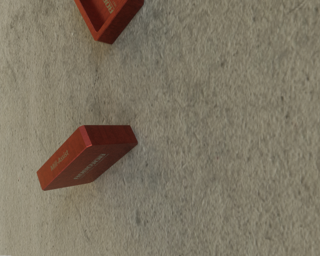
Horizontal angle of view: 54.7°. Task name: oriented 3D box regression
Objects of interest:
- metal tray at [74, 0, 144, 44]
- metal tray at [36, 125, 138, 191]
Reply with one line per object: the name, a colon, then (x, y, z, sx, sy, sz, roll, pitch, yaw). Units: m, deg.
metal tray: (-0.086, -0.205, 0.470, 0.090, 0.030, 0.130, -42, 65, 31)
metal tray: (-0.105, 0.043, 0.446, 0.129, 0.091, 0.030, -40, 66, 32)
